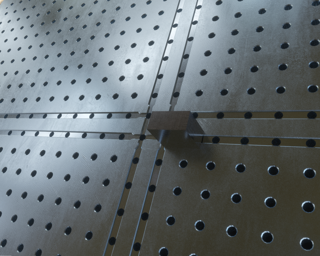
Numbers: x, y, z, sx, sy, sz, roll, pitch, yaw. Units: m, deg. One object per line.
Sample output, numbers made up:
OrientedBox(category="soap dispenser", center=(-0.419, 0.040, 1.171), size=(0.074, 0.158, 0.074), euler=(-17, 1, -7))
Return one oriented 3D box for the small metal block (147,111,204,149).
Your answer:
OrientedBox(category="small metal block", center=(0.020, 0.003, 0.379), size=(0.050, 0.050, 0.025), euler=(1, 63, 28))
